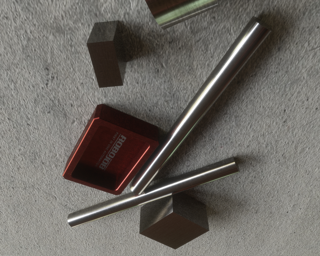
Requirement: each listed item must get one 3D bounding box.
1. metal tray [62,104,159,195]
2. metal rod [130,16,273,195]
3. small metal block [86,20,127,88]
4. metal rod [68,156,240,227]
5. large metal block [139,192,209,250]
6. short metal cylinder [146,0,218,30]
[{"bbox_3d":[-0.070,0.036,0.433,0.091,0.030,0.129,23,126,-19],"label":"metal tray"},{"bbox_3d":[0.034,-0.007,0.401,0.025,0.025,0.298,22,127,-18],"label":"metal rod"},{"bbox_3d":[-0.054,-0.078,0.324,0.025,0.050,0.050,-5,130,4],"label":"small metal block"},{"bbox_3d":[-0.020,0.107,0.498,0.300,0.025,0.025,-22,127,17],"label":"metal rod"},{"bbox_3d":[0.023,0.153,0.522,0.080,0.050,0.080,34,122,-26],"label":"large metal block"},{"bbox_3d":[0.011,-0.131,0.260,0.050,0.080,0.080,-19,128,15],"label":"short metal cylinder"}]
